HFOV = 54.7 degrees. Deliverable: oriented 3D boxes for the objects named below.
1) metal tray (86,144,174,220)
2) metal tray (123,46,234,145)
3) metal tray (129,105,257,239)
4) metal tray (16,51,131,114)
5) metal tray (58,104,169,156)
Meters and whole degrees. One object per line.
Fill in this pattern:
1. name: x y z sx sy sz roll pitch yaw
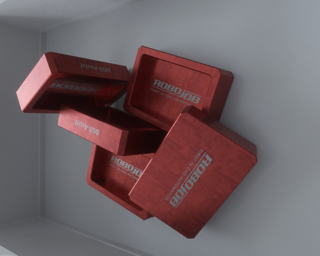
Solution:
1. metal tray: -0.047 0.059 0.436 0.130 0.030 0.089 21 103 37
2. metal tray: 0.017 -0.043 0.386 0.130 0.030 0.089 27 106 36
3. metal tray: 0.034 0.051 0.346 0.090 0.030 0.129 33 114 4
4. metal tray: -0.113 -0.055 0.425 0.090 0.131 0.030 -37 68 34
5. metal tray: -0.060 -0.001 0.408 0.130 0.091 0.030 20 103 38
